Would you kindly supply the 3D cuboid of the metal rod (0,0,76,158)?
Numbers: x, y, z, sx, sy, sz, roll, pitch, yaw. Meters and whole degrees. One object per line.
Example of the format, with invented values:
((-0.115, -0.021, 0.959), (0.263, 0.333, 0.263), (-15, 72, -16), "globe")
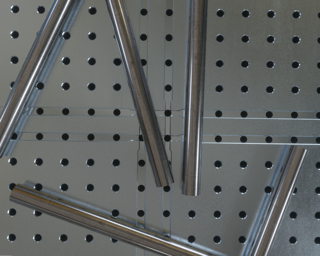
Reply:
((-0.159, -0.100, 0.411), (0.025, 0.025, 0.299), (25, 90, -1), "metal rod")

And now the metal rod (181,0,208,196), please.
((0.047, -0.061, 0.413), (0.025, 0.025, 0.298), (2, 90, -1), "metal rod")

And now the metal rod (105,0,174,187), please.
((-0.032, -0.069, 0.412), (0.025, 0.025, 0.298), (-15, 90, 0), "metal rod")

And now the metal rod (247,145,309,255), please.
((0.133, 0.166, 0.415), (0.025, 0.025, 0.299), (21, 90, -1), "metal rod")

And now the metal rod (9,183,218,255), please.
((-0.051, 0.137, 0.412), (0.301, 0.025, 0.025), (20, 90, -1), "metal rod")
